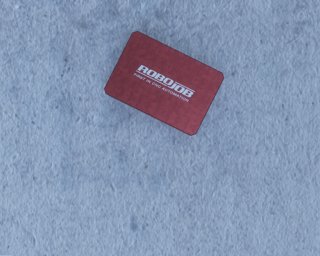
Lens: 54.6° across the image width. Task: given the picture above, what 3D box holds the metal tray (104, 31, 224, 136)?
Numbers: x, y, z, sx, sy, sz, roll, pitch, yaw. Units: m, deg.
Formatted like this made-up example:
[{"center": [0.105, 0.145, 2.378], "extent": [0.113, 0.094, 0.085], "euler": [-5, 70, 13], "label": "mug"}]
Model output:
[{"center": [0.005, -0.057, 0.407], "extent": [0.130, 0.030, 0.090], "euler": [26, 90, 0], "label": "metal tray"}]
